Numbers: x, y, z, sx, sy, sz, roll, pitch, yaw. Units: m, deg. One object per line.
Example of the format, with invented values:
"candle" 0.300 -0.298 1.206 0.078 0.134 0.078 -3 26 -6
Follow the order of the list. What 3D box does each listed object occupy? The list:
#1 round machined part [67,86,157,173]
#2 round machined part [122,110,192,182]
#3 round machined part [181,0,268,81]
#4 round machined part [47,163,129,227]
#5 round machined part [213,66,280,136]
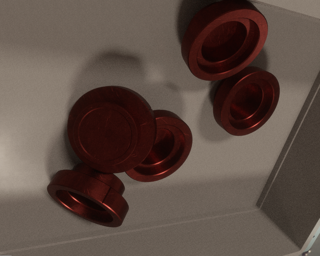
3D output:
"round machined part" -0.054 0.003 0.339 0.099 0.042 0.097 1 100 6
"round machined part" -0.011 0.019 0.405 0.099 0.042 0.097 -14 125 -21
"round machined part" 0.070 -0.105 0.360 0.099 0.042 0.097 -16 145 -11
"round machined part" -0.082 0.079 0.379 0.098 0.098 0.042 59 43 -39
"round machined part" 0.116 -0.041 0.438 0.099 0.042 0.097 -14 125 -21
